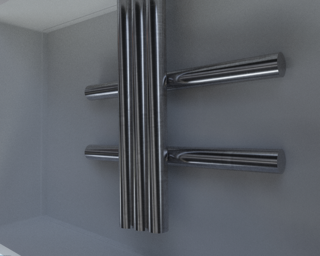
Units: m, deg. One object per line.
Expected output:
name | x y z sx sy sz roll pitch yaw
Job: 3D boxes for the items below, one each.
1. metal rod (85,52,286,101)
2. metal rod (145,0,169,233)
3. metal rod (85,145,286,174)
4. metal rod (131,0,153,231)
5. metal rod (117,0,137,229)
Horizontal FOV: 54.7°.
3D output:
metal rod | 0.005 -0.059 0.402 0.300 0.025 0.025 -2 89 40
metal rod | -0.004 -0.026 0.375 0.025 0.025 0.298 -1 89 40
metal rod | 0.005 0.036 0.402 0.300 0.025 0.025 -1 89 40
metal rod | -0.023 -0.024 0.390 0.025 0.025 0.298 -1 89 40
metal rod | -0.042 -0.021 0.407 0.025 0.025 0.298 -1 89 40
